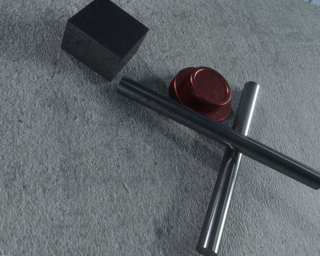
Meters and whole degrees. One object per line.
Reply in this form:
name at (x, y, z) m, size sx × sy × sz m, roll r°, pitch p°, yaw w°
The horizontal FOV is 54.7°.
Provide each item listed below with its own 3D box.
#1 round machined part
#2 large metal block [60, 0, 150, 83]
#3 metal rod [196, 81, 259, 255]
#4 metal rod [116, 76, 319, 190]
round machined part at (0.066, -0.053, 0.463) m, size 0.099 × 0.042 × 0.098 m, roll 14°, pitch 56°, yaw -21°
large metal block at (-0.074, -0.123, 0.424) m, size 0.080 × 0.050 × 0.080 m, roll 35°, pitch 51°, yaw -6°
metal rod at (0.105, 0.035, 0.441) m, size 0.025 × 0.025 × 0.301 m, roll 33°, pitch 51°, yaw -8°
metal rod at (0.082, 0.007, 0.418) m, size 0.301 × 0.025 × 0.025 m, roll 26°, pitch 52°, yaw -2°
